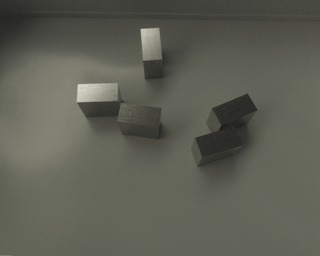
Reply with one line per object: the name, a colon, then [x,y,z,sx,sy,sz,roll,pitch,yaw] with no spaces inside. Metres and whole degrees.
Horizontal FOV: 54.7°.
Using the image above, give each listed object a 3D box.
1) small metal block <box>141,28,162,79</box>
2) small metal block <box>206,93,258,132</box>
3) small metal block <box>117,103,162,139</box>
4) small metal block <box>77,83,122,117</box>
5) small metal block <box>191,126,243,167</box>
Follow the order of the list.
small metal block: [-0.012,-0.103,0.434,0.025,0.050,0.050,-5,70,-2]
small metal block: [0.092,-0.015,0.403,0.050,0.050,0.025,-23,72,-8]
small metal block: [-0.025,-0.008,0.399,0.050,0.050,0.025,7,70,2]
small metal block: [-0.078,-0.036,0.409,0.050,0.050,0.025,-2,70,-1]
small metal block: [0.069,0.024,0.388,0.050,0.050,0.025,-16,71,-6]
